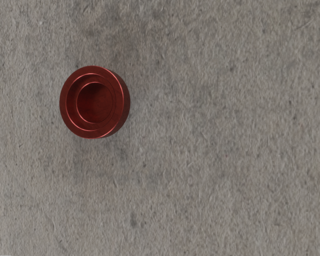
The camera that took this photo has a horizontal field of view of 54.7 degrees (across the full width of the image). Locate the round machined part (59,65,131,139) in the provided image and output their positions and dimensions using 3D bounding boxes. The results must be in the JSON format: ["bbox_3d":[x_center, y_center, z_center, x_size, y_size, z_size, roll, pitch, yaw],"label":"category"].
[{"bbox_3d":[-0.085,-0.034,0.429,0.098,0.042,0.097,0,90,19],"label":"round machined part"}]
